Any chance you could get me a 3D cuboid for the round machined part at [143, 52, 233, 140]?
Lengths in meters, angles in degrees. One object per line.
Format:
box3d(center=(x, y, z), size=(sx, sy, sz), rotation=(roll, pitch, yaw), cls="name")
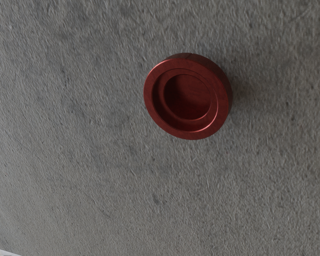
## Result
box3d(center=(0.034, -0.038, 0.353), size=(0.098, 0.042, 0.097), rotation=(13, 124, 20), cls="round machined part")
